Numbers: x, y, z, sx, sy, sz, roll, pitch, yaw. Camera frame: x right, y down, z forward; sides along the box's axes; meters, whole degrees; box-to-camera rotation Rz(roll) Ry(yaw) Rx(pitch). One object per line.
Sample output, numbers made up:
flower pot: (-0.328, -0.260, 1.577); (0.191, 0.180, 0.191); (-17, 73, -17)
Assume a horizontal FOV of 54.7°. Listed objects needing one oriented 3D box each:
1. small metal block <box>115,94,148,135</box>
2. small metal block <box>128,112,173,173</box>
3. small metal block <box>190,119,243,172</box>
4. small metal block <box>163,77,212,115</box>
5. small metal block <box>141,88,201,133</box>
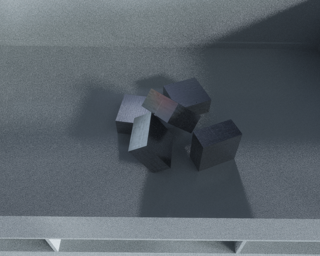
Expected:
small metal block: (-0.028, -0.017, 0.419); (0.050, 0.025, 0.050); (7, 50, 6)
small metal block: (-0.009, 0.018, 0.370); (0.025, 0.050, 0.050); (-19, 44, 27)
small metal block: (0.066, 0.021, 0.372); (0.050, 0.050, 0.025); (-18, 53, -15)
small metal block: (0.037, -0.041, 0.440); (0.050, 0.025, 0.050); (-17, 52, -15)
small metal block: (0.014, -0.021, 0.383); (0.050, 0.050, 0.025); (35, 98, 41)
